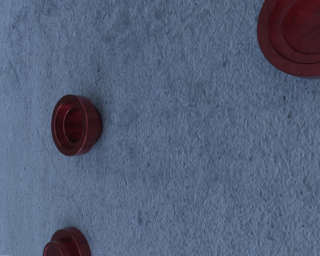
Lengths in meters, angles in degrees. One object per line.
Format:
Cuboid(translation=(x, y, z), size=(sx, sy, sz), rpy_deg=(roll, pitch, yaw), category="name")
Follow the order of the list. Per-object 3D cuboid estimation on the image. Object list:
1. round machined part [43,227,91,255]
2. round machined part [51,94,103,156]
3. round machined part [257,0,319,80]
Cuboid(translation=(-0.164, 0.224, 0.530), size=(0.098, 0.042, 0.097), rpy_deg=(0, 90, 40), category="round machined part")
Cuboid(translation=(-0.131, -0.004, 0.502), size=(0.098, 0.042, 0.097), rpy_deg=(0, 90, 40), category="round machined part")
Cuboid(translation=(0.142, -0.092, 0.276), size=(0.098, 0.042, 0.097), rpy_deg=(0, 90, 40), category="round machined part")
